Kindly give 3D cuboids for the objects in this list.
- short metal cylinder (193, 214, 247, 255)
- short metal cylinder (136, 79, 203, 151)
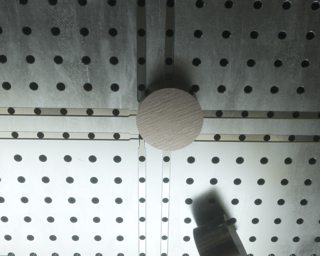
[{"bbox_3d":[0.089,0.173,0.449,0.050,0.080,0.080,-29,108,10],"label":"short metal cylinder"},{"bbox_3d":[0.012,-0.017,0.394,0.081,0.050,0.079,0,110,-1],"label":"short metal cylinder"}]
